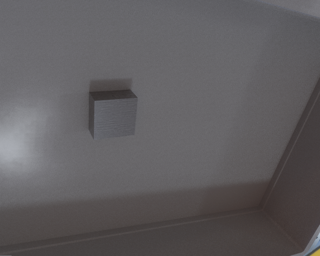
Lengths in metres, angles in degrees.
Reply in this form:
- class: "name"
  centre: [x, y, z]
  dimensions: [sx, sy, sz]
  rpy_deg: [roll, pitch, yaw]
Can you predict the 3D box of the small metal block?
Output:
- class: "small metal block"
  centre: [-0.056, -0.016, 0.367]
  dimensions: [0.050, 0.025, 0.050]
  rpy_deg: [-7, 122, -25]
